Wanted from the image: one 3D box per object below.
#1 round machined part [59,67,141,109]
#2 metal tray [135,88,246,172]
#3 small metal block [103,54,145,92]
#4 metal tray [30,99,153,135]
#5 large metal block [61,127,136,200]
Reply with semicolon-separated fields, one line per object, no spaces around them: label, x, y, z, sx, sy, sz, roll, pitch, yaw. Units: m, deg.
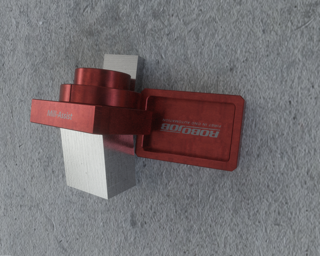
round machined part;-0.072;-0.048;0.384;0.098;0.098;0.042;7;92;19
metal tray;0.037;0.000;0.394;0.130;0.030;0.089;7;92;19
small metal block;-0.051;-0.074;0.428;0.050;0.025;0.050;7;92;19
metal tray;-0.086;-0.014;0.387;0.130;0.091;0.030;8;94;38
large metal block;-0.080;0.038;0.404;0.080;0.050;0.079;7;106;37
